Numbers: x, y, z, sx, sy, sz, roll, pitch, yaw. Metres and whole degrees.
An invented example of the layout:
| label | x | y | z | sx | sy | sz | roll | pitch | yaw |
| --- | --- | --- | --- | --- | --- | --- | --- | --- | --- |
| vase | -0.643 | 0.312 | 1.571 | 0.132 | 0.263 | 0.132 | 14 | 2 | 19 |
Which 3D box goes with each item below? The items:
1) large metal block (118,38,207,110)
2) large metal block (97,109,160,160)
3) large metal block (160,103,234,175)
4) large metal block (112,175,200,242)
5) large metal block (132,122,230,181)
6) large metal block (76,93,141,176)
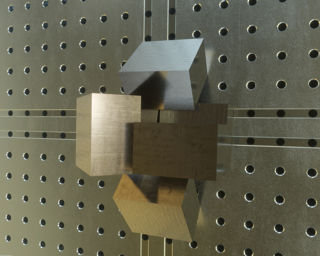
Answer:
| label | x | y | z | sx | sy | sz | roll | pitch | yaw |
| --- | --- | --- | --- | --- | --- | --- | --- | --- | --- |
| large metal block | 0.008 | -0.066 | 0.373 | 0.080 | 0.080 | 0.050 | 2 | 129 | 20 |
| large metal block | -0.035 | 0.006 | 0.412 | 0.080 | 0.050 | 0.080 | 7 | 93 | 20 |
| large metal block | 0.045 | 0.011 | 0.383 | 0.080 | 0.050 | 0.080 | 3 | 91 | 20 |
| large metal block | 0.000 | 0.091 | 0.378 | 0.080 | 0.050 | 0.080 | 2 | 136 | 20 |
| large metal block | 0.026 | 0.020 | 0.321 | 0.080 | 0.080 | 0.050 | 2 | 91 | 20 |
| large metal block | -0.060 | 0.006 | 0.343 | 0.050 | 0.080 | 0.080 | 1 | 91 | -25 |
